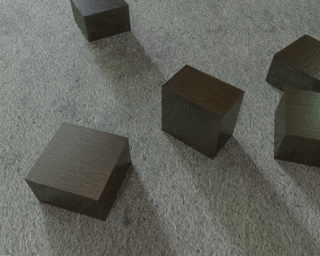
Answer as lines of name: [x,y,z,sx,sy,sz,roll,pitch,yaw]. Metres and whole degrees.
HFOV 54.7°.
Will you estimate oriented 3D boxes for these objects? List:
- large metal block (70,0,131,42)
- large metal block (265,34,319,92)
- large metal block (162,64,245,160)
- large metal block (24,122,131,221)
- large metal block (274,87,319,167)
large metal block: [-0.108,-0.208,0.561,0.081,0.050,0.080,-22,54,-18]
large metal block: [0.220,-0.086,0.460,0.080,0.050,0.080,-33,58,-25]
large metal block: [0.049,-0.019,0.384,0.080,0.080,0.050,30,56,23]
large metal block: [-0.086,0.047,0.347,0.080,0.050,0.080,13,51,11]
large metal block: [0.191,0.000,0.388,0.080,0.050,0.080,11,51,9]
